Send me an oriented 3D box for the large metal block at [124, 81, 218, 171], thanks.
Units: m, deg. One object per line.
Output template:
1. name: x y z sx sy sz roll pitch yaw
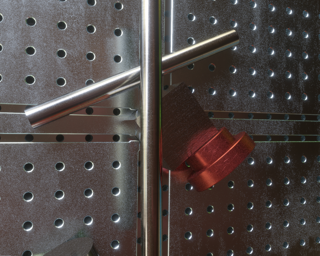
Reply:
1. large metal block: 0.014 -0.003 0.406 0.080 0.050 0.080 -40 103 -16

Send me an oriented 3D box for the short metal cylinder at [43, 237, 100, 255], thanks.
1. short metal cylinder: -0.102 0.168 0.346 0.081 0.080 0.050 -25 99 -19

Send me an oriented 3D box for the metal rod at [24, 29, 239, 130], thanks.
1. metal rod: -0.022 -0.071 0.405 0.302 0.025 0.025 -25 99 -19

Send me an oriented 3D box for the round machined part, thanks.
1. round machined part: 0.072 0.035 0.404 0.098 0.098 0.042 -39 86 -16

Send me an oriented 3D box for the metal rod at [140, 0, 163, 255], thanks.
1. metal rod: -0.010 0.003 0.356 0.025 0.025 0.298 0 90 -20
